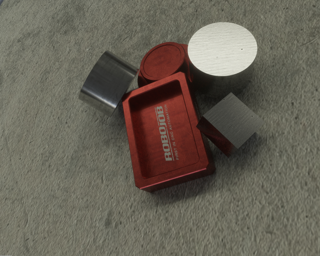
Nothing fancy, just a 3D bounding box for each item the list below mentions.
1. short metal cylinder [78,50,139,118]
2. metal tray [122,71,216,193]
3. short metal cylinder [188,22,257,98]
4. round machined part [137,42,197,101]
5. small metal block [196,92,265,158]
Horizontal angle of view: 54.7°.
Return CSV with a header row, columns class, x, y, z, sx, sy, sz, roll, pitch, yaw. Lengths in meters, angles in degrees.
class,x,y,z,sx,sy,sz,roll,pitch,yaw
short metal cylinder,-0.071,-0.062,0.437,0.050,0.080,0.080,31,74,-7
metal tray,0.007,0.004,0.381,0.090,0.030,0.130,-20,64,16
short metal cylinder,0.076,-0.084,0.387,0.080,0.050,0.080,-3,64,7
round machined part,0.011,-0.083,0.440,0.098,0.042,0.098,-13,56,21
small metal block,0.078,-0.004,0.344,0.050,0.025,0.050,-38,76,-27
